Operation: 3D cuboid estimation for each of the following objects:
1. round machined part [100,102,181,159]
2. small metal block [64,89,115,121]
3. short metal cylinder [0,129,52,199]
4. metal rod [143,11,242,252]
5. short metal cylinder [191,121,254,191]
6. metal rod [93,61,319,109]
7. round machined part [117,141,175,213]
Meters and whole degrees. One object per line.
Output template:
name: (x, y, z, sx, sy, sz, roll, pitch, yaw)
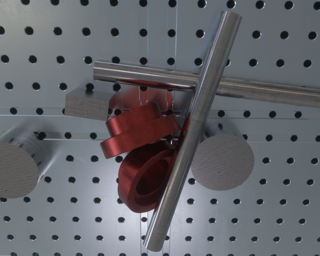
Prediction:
round machined part: (-0.027, 0.000, 0.378, 0.098, 0.098, 0.042, -22, 89, 8)
small metal block: (-0.086, -0.030, 0.387, 0.050, 0.050, 0.025, 8, 105, -3)
short metal cylinder: (-0.194, 0.047, 0.415, 0.081, 0.050, 0.079, 0, 110, 0)
metal rod: (0.036, 0.011, 0.376, 0.025, 0.025, 0.298, 17, 98, -6)
short metal cylinder: (0.079, 0.036, 0.414, 0.081, 0.050, 0.079, 0, 110, 0)
metal rod: (0.069, -0.054, 0.393, 0.302, 0.025, 0.025, 7, 110, -3)
round machined part: (-0.015, 0.059, 0.408, 0.099, 0.042, 0.097, -28, 135, -31)
